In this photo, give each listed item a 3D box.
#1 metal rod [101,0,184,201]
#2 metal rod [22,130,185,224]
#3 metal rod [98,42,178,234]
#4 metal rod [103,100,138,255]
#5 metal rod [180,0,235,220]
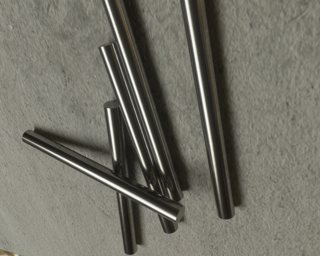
[{"bbox_3d":[-0.017,-0.029,0.396,0.025,0.025,0.298,-3,117,29],"label":"metal rod"},{"bbox_3d":[-0.100,0.064,0.469,0.301,0.025,0.025,21,127,25],"label":"metal rod"},{"bbox_3d":[-0.023,0.029,0.435,0.025,0.025,0.298,-3,117,29],"label":"metal rod"},{"bbox_3d":[-0.059,0.096,0.495,0.025,0.025,0.298,11,123,22],"label":"metal rod"},{"bbox_3d":[0.060,-0.013,0.366,0.025,0.025,0.298,1,119,27],"label":"metal rod"}]
